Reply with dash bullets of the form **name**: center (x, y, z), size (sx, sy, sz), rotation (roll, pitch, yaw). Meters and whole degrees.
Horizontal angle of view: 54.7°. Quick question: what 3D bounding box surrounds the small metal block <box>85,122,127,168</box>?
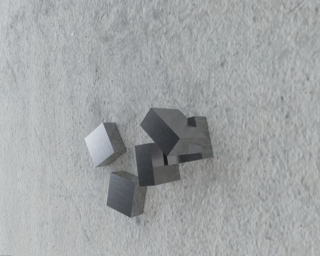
- **small metal block**: center (-0.083, 0.026, 0.471), size (0.050, 0.025, 0.050), rotation (-37, 67, 33)

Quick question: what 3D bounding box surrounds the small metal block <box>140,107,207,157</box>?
- **small metal block**: center (0.015, 0.004, 0.342), size (0.050, 0.050, 0.025), rotation (48, 118, 29)

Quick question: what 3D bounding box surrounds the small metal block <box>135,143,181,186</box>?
- **small metal block**: center (-0.002, 0.044, 0.389), size (0.025, 0.050, 0.050), rotation (-12, 82, 39)

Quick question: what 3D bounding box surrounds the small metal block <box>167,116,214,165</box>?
- **small metal block**: center (0.033, 0.016, 0.376), size (0.050, 0.025, 0.050), rotation (-16, 80, 38)

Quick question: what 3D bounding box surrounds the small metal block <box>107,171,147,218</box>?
- **small metal block**: center (-0.047, 0.093, 0.442), size (0.050, 0.025, 0.050), rotation (13, 98, 39)
